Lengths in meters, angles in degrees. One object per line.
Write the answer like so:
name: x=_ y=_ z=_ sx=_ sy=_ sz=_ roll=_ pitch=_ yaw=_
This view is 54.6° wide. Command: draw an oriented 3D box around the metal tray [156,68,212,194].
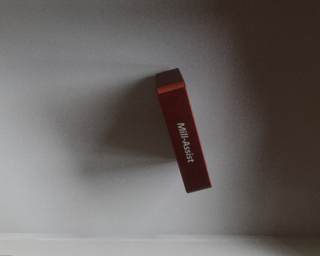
metal tray: x=0.027 y=0.000 z=0.374 sx=0.030 sy=0.090 sz=0.129 roll=-15 pitch=110 yaw=5
